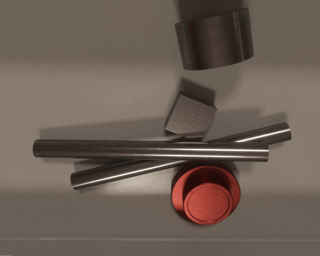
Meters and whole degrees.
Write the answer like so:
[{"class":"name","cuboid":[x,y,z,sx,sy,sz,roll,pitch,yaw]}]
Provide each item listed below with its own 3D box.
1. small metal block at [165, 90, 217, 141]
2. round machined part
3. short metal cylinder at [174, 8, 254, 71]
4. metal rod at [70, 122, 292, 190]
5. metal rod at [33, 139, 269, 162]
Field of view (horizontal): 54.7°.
[{"class":"small metal block","cuboid":[0.039,-0.015,0.406,0.050,0.025,0.050,21,109,-8]},{"class":"round machined part","cuboid":[0.065,0.097,0.439,0.099,0.042,0.097,0,110,-1]},{"class":"short metal cylinder","cuboid":[0.061,-0.100,0.346,0.080,0.080,0.050,-12,110,4]},{"class":"metal rod","cuboid":[0.025,0.040,0.426,0.301,0.025,0.025,-14,110,4]},{"class":"metal rod","cuboid":[-0.016,0.029,0.405,0.302,0.025,0.025,1,110,6]}]
